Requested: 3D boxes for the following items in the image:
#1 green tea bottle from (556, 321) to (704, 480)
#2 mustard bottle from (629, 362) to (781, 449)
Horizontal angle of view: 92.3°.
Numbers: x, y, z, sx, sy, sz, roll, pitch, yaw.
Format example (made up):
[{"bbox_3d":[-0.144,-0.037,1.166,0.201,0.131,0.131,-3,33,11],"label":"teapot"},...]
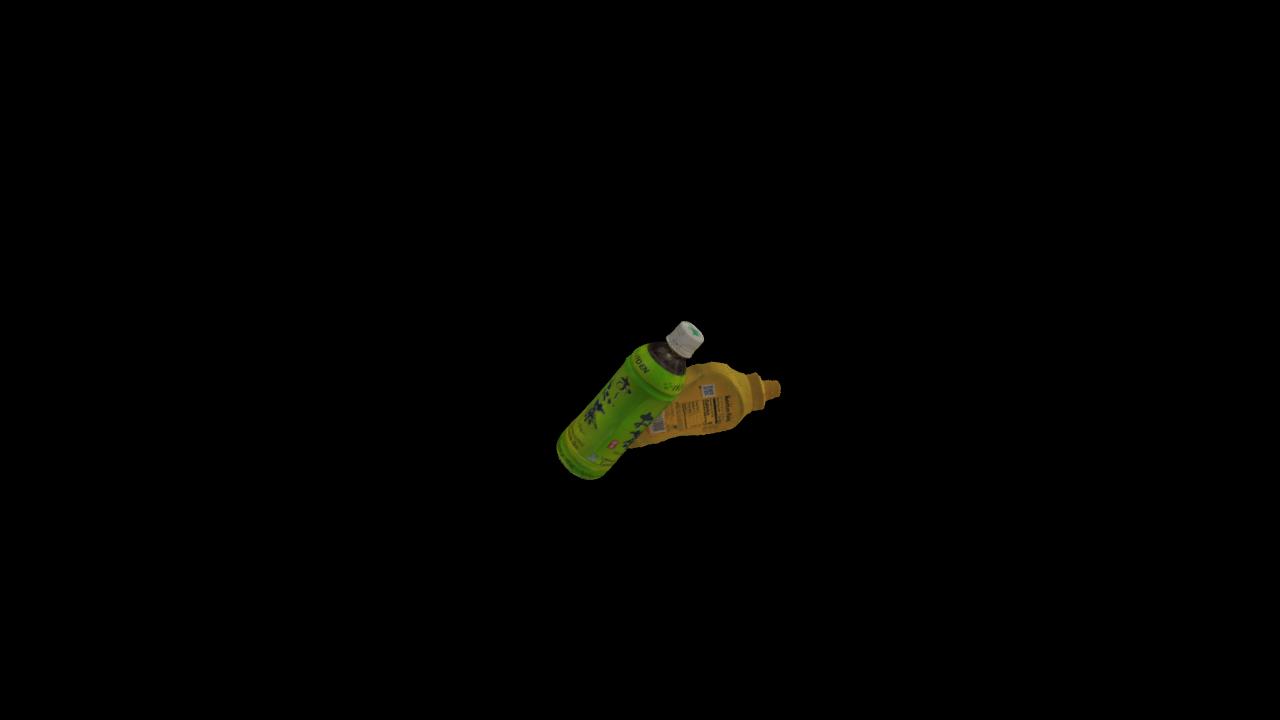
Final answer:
[{"bbox_3d":[-0.009,0.042,0.668,0.073,0.212,0.073,32,25,-17],"label":"green tea bottle"},{"bbox_3d":[0.067,0.046,0.691,0.184,0.092,0.054,-10,28,1],"label":"mustard bottle"}]
